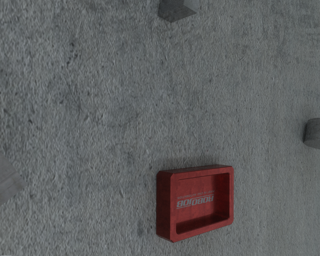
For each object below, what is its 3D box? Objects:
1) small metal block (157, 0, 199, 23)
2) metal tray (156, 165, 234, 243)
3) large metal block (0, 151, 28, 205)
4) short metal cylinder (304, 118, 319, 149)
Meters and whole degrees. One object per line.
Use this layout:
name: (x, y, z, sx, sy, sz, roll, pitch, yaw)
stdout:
small metal block: (0.026, -0.174, 0.409, 0.025, 0.050, 0.050, 13, 82, -39)
metal tray: (0.054, 0.103, 0.446, 0.131, 0.030, 0.089, 0, 90, -40)
large metal block: (-0.159, 0.024, 0.236, 0.050, 0.080, 0.080, -42, 116, -32)
short metal cylinder: (0.359, 0.015, 0.669, 0.080, 0.080, 0.050, 24, 75, -38)
